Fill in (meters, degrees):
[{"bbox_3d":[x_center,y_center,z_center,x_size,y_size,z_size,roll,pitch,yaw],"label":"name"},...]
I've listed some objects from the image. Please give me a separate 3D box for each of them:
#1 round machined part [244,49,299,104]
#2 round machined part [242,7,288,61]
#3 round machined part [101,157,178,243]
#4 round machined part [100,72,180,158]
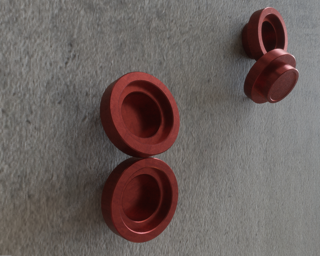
[{"bbox_3d":[0.195,-0.081,0.529,0.099,0.042,0.097,-23,139,-21],"label":"round machined part"},{"bbox_3d":[0.182,-0.159,0.549,0.099,0.042,0.097,0,90,-40],"label":"round machined part"},{"bbox_3d":[-0.028,0.082,0.372,0.099,0.042,0.097,-1,92,-40],"label":"round machined part"},{"bbox_3d":[-0.027,-0.013,0.363,0.099,0.042,0.098,14,68,-37],"label":"round machined part"}]
